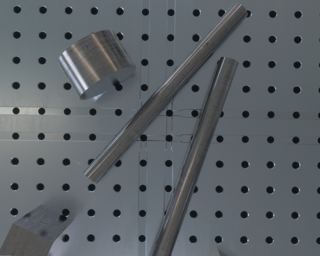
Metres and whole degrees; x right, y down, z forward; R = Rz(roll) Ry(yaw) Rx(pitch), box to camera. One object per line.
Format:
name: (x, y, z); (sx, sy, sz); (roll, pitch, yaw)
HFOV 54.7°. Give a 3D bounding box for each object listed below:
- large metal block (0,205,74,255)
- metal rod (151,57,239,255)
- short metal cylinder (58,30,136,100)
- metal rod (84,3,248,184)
large metal block: (-0.158, 0.152, 0.385); (0.050, 0.080, 0.080); (25, 90, 0)
metal rod: (0.044, 0.051, 0.413); (0.025, 0.025, 0.299); (19, 90, 0)
short metal cylinder: (-0.077, -0.077, 0.385); (0.080, 0.080, 0.050); (-31, 90, 0)
metal rod: (0.008, -0.046, 0.413); (0.025, 0.025, 0.300); (42, 90, 0)
